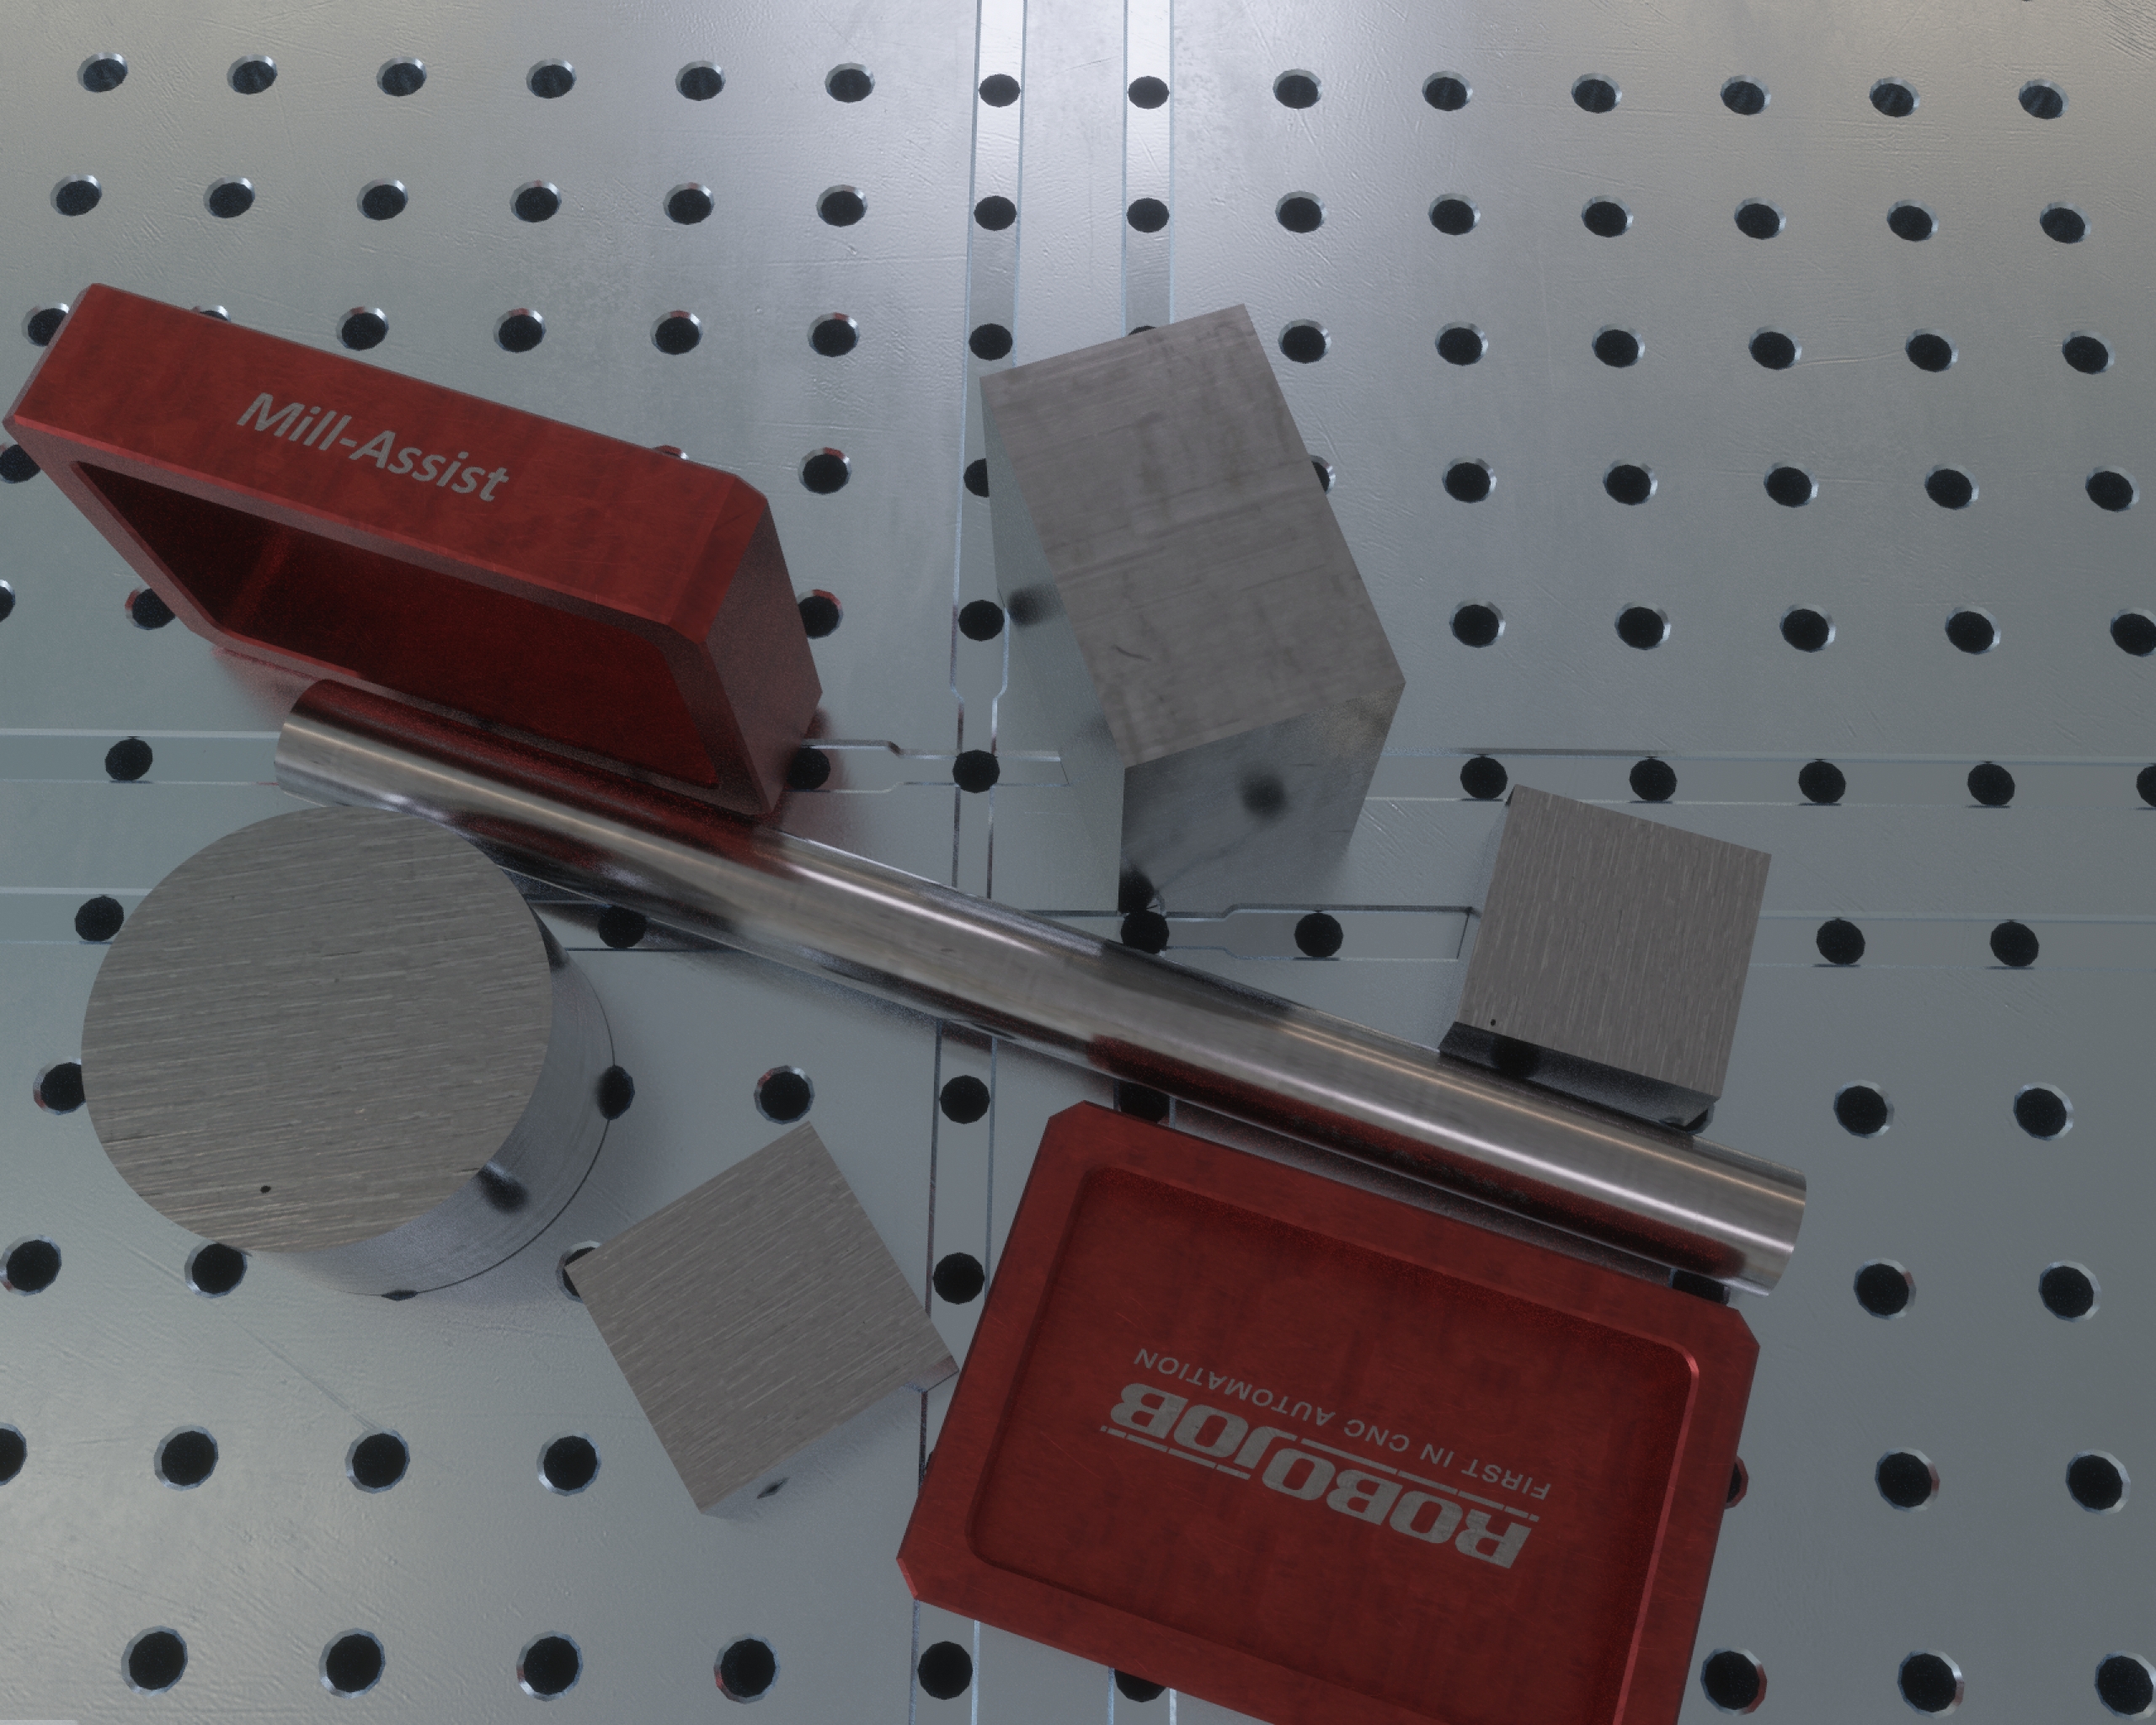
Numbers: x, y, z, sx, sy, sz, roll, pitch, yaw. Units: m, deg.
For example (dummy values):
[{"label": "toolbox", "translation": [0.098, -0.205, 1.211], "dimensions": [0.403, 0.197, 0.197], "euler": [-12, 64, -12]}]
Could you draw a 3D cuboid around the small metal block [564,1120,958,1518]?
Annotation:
[{"label": "small metal block", "translation": [-0.057, 0.084, 0.381], "dimensions": [0.050, 0.025, 0.050], "euler": [-31, 73, -11]}]

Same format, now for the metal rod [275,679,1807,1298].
[{"label": "metal rod", "translation": [-0.012, 0.022, 0.403], "dimensions": [0.301, 0.025, 0.025], "euler": [18, 71, 6]}]

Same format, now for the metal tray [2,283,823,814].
[{"label": "metal tray", "translation": [-0.119, -0.056, 0.395], "dimensions": [0.131, 0.090, 0.030], "euler": [18, 71, 6]}]

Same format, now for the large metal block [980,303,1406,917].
[{"label": "large metal block", "translation": [0.019, -0.045, 0.400], "dimensions": [0.050, 0.080, 0.080], "euler": [-17, 71, -6]}]

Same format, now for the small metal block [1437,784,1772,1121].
[{"label": "small metal block", "translation": [0.102, 0.018, 0.405], "dimensions": [0.050, 0.025, 0.050], "euler": [16, 71, 5]}]

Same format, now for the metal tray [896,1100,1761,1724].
[{"label": "metal tray", "translation": [0.044, 0.105, 0.370], "dimensions": [0.131, 0.030, 0.090], "euler": [17, 71, 6]}]

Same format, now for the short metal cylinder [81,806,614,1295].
[{"label": "short metal cylinder", "translation": [-0.131, 0.036, 0.383], "dimensions": [0.081, 0.050, 0.080], "euler": [0, 70, 0]}]
